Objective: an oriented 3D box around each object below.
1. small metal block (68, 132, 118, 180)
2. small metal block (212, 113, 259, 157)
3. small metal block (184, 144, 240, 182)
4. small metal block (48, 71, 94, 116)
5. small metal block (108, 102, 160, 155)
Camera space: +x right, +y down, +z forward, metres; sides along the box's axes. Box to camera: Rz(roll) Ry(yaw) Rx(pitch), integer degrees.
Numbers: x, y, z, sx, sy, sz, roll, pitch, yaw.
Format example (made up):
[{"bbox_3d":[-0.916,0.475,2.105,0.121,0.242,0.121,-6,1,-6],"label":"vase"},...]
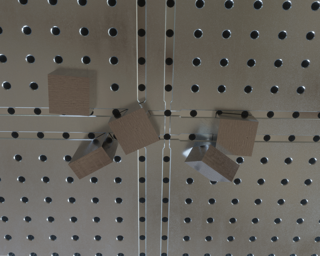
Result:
[{"bbox_3d":[-0.088,0.036,0.412,0.050,0.050,0.025,-28,108,9],"label":"small metal block"},{"bbox_3d":[0.100,0.009,0.418,0.050,0.025,0.050,5,110,-2],"label":"small metal block"},{"bbox_3d":[0.069,0.048,0.416,0.050,0.050,0.025,36,72,-13],"label":"small metal block"},{"bbox_3d":[-0.113,-0.044,0.396,0.050,0.025,0.050,4,110,-2],"label":"small metal block"},{"bbox_3d":[-0.033,0.001,0.413,0.050,0.025,0.050,-24,109,8],"label":"small metal block"}]
